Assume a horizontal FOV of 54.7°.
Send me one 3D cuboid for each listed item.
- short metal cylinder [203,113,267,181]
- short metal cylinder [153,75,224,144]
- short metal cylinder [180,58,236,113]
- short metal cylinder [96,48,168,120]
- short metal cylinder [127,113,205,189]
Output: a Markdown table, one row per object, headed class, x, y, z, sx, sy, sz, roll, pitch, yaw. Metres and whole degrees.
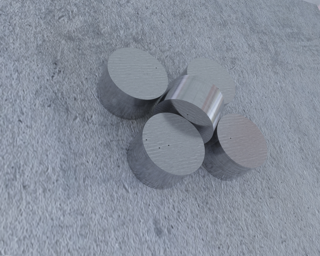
| class | x | y | z | sx | sy | sz | roll | pitch | yaw |
| --- | --- | --- | --- | --- | --- | --- | --- | --- | --- |
| short metal cylinder | 0.099 | 0.027 | 0.427 | 0.081 | 0.050 | 0.080 | 14 | 56 | -21 |
| short metal cylinder | 0.038 | -0.022 | 0.406 | 0.080 | 0.080 | 0.050 | 34 | 51 | -6 |
| short metal cylinder | 0.063 | -0.056 | 0.457 | 0.081 | 0.050 | 0.080 | 14 | 56 | -21 |
| short metal cylinder | -0.037 | -0.057 | 0.404 | 0.081 | 0.050 | 0.080 | 14 | 56 | -21 |
| short metal cylinder | 0.007 | 0.028 | 0.376 | 0.081 | 0.050 | 0.080 | 14 | 56 | -21 |
